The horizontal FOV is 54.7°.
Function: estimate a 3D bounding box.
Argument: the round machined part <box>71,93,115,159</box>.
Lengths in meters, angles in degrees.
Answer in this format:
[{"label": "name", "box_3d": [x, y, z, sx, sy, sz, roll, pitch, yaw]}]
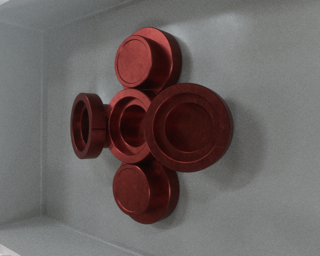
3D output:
[{"label": "round machined part", "box_3d": [-0.099, -0.003, 0.465, 0.098, 0.042, 0.097, 0, 89, 57]}]

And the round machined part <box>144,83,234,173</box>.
[{"label": "round machined part", "box_3d": [0.035, 0.000, 0.354, 0.098, 0.042, 0.097, 0, 90, 23]}]

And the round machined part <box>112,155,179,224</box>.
[{"label": "round machined part", "box_3d": [-0.026, 0.080, 0.415, 0.098, 0.042, 0.097, 0, 90, 40]}]

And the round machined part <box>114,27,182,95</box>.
[{"label": "round machined part", "box_3d": [-0.023, -0.085, 0.412, 0.098, 0.042, 0.097, 0, 90, 40]}]

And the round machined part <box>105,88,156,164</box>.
[{"label": "round machined part", "box_3d": [-0.027, -0.003, 0.415, 0.098, 0.042, 0.097, 0, 90, 40]}]
